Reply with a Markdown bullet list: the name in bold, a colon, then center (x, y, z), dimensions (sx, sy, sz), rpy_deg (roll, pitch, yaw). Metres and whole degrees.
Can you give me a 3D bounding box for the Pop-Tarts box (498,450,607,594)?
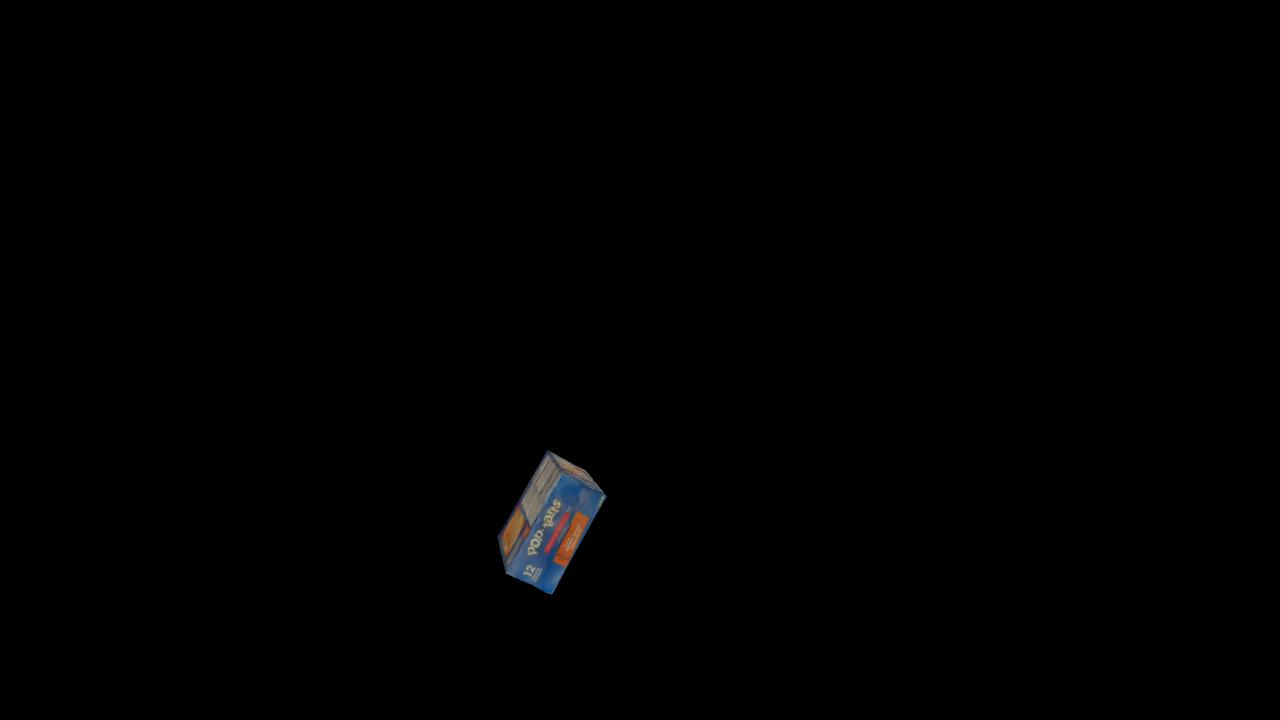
- **Pop-Tarts box**: center (-0.140, 0.246, 0.957), dimensions (0.083, 0.167, 0.141), rpy_deg (30, -4, -18)
